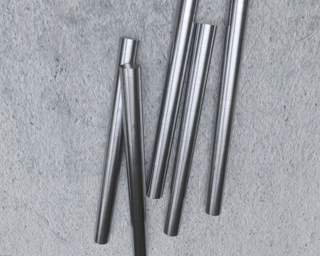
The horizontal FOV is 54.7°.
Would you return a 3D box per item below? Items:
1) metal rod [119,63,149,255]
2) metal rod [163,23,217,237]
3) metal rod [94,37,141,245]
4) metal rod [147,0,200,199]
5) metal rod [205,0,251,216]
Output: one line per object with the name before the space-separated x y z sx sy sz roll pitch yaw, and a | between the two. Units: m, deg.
metal rod | -0.032 0.064 0.419 0.025 0.025 0.298 -1 115 0
metal rod | 0.036 0.016 0.415 0.025 0.025 0.298 7 110 -3
metal rod | -0.062 0.031 0.420 0.025 0.025 0.298 10 110 -4
metal rod | 0.015 -0.043 0.393 0.025 0.025 0.298 8 110 -3
metal rod | 0.085 -0.018 0.403 0.025 0.025 0.298 2 110 -1
